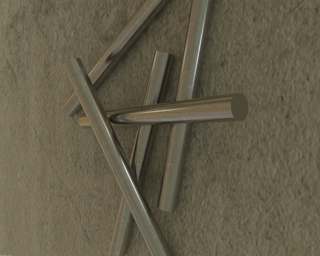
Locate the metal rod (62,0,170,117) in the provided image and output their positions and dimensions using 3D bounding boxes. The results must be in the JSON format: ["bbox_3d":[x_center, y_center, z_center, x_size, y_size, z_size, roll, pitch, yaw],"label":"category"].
[{"bbox_3d":[-0.062,-0.115,0.453,0.299,0.025,0.025,-42,65,31],"label":"metal rod"}]

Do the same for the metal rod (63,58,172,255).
[{"bbox_3d":[-0.055,0.045,0.408,0.025,0.025,0.299,-29,84,36],"label":"metal rod"}]

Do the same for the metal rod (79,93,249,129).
[{"bbox_3d":[-0.025,-0.015,0.386,0.299,0.025,0.025,-2,89,51],"label":"metal rod"}]

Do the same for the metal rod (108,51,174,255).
[{"bbox_3d":[-0.029,0.045,0.426,0.025,0.025,0.298,22,104,37],"label":"metal rod"}]

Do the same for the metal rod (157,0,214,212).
[{"bbox_3d":[0.033,-0.044,0.376,0.025,0.025,0.298,15,100,38],"label":"metal rod"}]
